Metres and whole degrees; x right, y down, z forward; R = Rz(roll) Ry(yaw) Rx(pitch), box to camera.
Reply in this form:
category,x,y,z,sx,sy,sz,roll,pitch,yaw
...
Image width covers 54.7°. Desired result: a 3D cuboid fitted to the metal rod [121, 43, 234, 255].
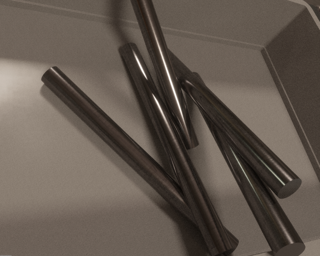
category,x,y,z,sx,sy,sz,roll,pitch,yaw
metal rod,0.010,0.006,0.387,0.025,0.025,0.299,-7,59,-32

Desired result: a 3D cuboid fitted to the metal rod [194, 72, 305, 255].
category,x,y,z,sx,sy,sz,roll,pitch,yaw
metal rod,0.077,0.011,0.365,0.025,0.025,0.300,13,32,-21

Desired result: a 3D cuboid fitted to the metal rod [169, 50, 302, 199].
category,x,y,z,sx,sy,sz,roll,pitch,yaw
metal rod,0.055,-0.035,0.377,0.025,0.025,0.300,0,36,-29

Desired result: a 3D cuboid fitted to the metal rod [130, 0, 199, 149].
category,x,y,z,sx,sy,sz,roll,pitch,yaw
metal rod,-0.008,-0.113,0.388,0.025,0.025,0.298,-28,104,-37

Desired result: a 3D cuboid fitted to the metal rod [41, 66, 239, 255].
category,x,y,z,sx,sy,sz,roll,pitch,yaw
metal rod,-0.025,0.038,0.370,0.300,0.025,0.025,44,51,1
